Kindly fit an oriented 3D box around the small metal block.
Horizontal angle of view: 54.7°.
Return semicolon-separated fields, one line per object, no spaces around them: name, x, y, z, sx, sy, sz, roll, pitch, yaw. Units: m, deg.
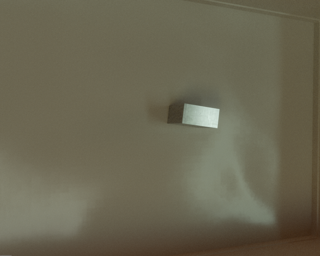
small metal block;0.043;-0.015;0.415;0.050;0.050;0.025;7;88;-20
